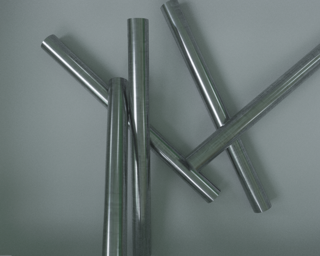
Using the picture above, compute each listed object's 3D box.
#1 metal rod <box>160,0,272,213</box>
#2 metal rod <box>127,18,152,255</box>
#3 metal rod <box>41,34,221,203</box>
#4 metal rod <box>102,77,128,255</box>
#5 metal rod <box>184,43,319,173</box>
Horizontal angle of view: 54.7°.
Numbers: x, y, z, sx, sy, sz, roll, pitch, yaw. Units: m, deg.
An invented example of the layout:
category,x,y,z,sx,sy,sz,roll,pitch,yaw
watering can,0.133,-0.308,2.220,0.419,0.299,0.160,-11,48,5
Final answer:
category,x,y,z,sx,sy,sz,roll,pitch,yaw
metal rod,0.074,-0.028,0.412,0.025,0.025,0.299,-25,90,0
metal rod,-0.025,0.020,0.387,0.025,0.025,0.298,0,99,-1
metal rod,-0.038,-0.012,0.410,0.300,0.025,0.025,43,90,-1
metal rod,-0.048,0.079,0.335,0.025,0.025,0.299,-2,67,0
metal rod,0.153,-0.049,0.396,0.301,0.025,0.025,-39,90,-7
